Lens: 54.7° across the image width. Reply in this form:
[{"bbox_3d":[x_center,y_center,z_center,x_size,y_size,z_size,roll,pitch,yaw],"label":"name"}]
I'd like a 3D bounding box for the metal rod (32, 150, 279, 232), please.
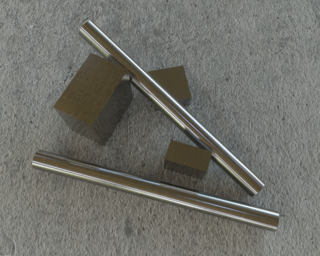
[{"bbox_3d":[-0.009,0.075,0.380,0.302,0.025,0.025,14,71,4],"label":"metal rod"}]

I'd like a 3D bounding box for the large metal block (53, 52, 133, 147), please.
[{"bbox_3d":[-0.078,-0.033,0.390,0.050,0.080,0.080,26,72,8],"label":"large metal block"}]

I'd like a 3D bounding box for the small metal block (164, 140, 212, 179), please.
[{"bbox_3d":[0.033,0.040,0.381,0.050,0.050,0.025,16,71,5],"label":"small metal block"}]

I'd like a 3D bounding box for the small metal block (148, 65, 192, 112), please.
[{"bbox_3d":[0.012,-0.055,0.428,0.050,0.025,0.050,-11,70,-4],"label":"small metal block"}]

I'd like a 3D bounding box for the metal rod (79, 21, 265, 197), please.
[{"bbox_3d":[0.012,-0.027,0.394,0.300,0.025,0.025,44,75,4],"label":"metal rod"}]
